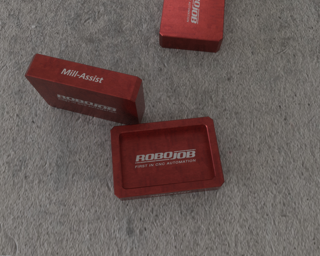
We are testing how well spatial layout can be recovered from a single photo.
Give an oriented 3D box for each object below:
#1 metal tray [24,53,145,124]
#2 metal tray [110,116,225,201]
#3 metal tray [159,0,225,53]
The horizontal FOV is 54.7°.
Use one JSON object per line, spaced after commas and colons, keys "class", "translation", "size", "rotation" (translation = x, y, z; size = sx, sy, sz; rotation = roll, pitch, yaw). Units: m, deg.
{"class": "metal tray", "translation": [-0.087, -0.044, 0.388], "size": [0.131, 0.090, 0.030], "rotation": [14, 71, 5]}
{"class": "metal tray", "translation": [0.007, 0.038, 0.391], "size": [0.131, 0.030, 0.090], "rotation": [-6, 70, -3]}
{"class": "metal tray", "translation": [0.051, -0.182, 0.472], "size": [0.091, 0.030, 0.130], "rotation": [6, 70, 2]}
